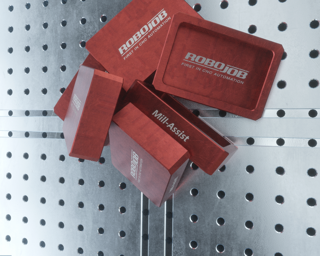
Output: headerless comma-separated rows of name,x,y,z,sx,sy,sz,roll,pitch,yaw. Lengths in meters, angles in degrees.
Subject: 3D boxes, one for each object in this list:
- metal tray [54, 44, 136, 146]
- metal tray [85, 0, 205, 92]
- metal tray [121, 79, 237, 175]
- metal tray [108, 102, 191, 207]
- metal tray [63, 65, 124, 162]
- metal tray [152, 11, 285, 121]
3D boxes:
metal tray,-0.081,-0.048,0.439,0.090,0.030,0.130,40,103,14
metal tray,-0.017,-0.114,0.397,0.130,0.030,0.090,-42,80,0
metal tray,0.026,-0.003,0.368,0.130,0.090,0.030,40,103,15
metal tray,-0.018,0.037,0.368,0.090,0.129,0.030,40,64,15
metal tray,-0.084,-0.024,0.362,0.030,0.130,0.090,16,97,-23
metal tray,0.065,-0.070,0.361,0.131,0.030,0.090,17,96,-4
